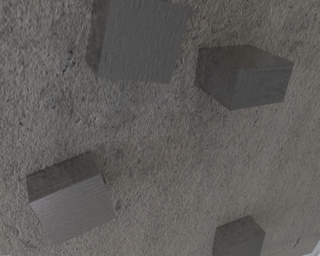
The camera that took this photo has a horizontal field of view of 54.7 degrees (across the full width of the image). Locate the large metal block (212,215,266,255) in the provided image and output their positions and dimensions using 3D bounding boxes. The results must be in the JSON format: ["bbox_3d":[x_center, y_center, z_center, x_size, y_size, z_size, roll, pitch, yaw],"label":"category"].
[{"bbox_3d":[0.156,0.232,0.619,0.081,0.050,0.079,-13,124,-21],"label":"large metal block"}]

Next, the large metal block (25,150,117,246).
[{"bbox_3d":[-0.108,0.086,0.385,0.081,0.050,0.080,-22,127,-15],"label":"large metal block"}]

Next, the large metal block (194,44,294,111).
[{"bbox_3d":[0.101,-0.066,0.385,0.081,0.080,0.050,-10,123,-23],"label":"large metal block"}]

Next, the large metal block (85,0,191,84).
[{"bbox_3d":[-0.025,-0.095,0.318,0.081,0.050,0.079,1,118,-29],"label":"large metal block"}]
